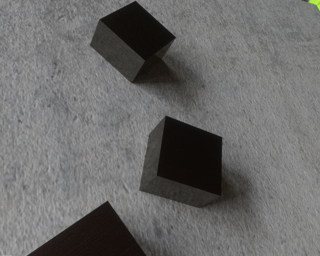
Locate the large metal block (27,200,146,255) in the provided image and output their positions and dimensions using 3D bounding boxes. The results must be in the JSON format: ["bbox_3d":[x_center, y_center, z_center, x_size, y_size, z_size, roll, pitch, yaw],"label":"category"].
[{"bbox_3d":[-0.063,0.127,0.277,0.081,0.050,0.080,-30,79,-38],"label":"large metal block"}]

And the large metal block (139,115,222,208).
[{"bbox_3d":[0.027,0.042,0.378,0.080,0.050,0.080,21,54,-17],"label":"large metal block"}]

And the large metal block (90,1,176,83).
[{"bbox_3d":[-0.038,-0.125,0.445,0.080,0.050,0.080,43,51,1],"label":"large metal block"}]
